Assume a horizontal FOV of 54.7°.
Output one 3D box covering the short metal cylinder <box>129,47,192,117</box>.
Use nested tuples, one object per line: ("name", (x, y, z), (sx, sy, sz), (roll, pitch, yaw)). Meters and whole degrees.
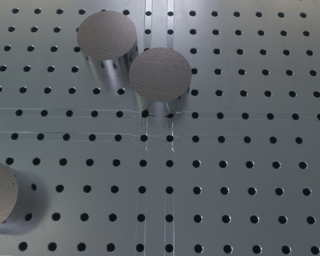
("short metal cylinder", (0.001, -0.061, 0.421), (0.081, 0.050, 0.080), (0, 70, 0))

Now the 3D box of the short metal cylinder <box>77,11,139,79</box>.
("short metal cylinder", (-0.072, -0.117, 0.441), (0.081, 0.050, 0.080), (0, 70, 0))

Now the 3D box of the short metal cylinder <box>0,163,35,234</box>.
("short metal cylinder", (-0.198, 0.083, 0.366), (0.081, 0.050, 0.080), (0, 70, 0))
